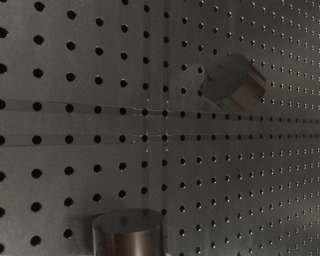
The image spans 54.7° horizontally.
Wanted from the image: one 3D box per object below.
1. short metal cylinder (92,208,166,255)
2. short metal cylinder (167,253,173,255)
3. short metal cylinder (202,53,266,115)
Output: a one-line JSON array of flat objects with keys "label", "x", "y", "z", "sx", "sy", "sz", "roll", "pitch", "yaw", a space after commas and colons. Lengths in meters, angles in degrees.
[{"label": "short metal cylinder", "x": -0.034, "y": 0.127, "z": 0.347, "sx": 0.081, "sy": 0.080, "sz": 0.050, "roll": -5, "pitch": 94, "yaw": -40}, {"label": "short metal cylinder", "x": -0.007, "y": 0.197, "z": 0.370, "sx": 0.081, "sy": 0.080, "sz": 0.050, "roll": -31, "pitch": 110, "yaw": -36}, {"label": "short metal cylinder", "x": 0.112, "y": -0.066, "z": 0.470, "sx": 0.050, "sy": 0.080, "sz": 0.080, "roll": 30, "pitch": 71, "yaw": -37}]
